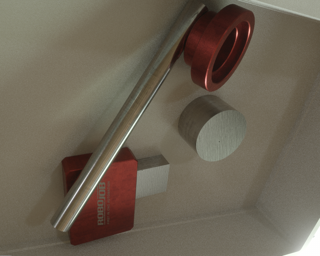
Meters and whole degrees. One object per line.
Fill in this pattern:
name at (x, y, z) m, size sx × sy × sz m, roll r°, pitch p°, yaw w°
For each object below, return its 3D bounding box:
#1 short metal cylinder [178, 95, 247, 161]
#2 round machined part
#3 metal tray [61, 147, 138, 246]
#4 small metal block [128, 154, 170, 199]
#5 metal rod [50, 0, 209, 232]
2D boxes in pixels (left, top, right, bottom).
short metal cylinder at (0.073, 0.000, 0.434) m, size 0.081 × 0.050 × 0.079 m, roll -14°, pitch 125°, yaw -21°
round machined part at (0.064, -0.095, 0.358) m, size 0.098 × 0.042 × 0.097 m, roll -44°, pitch 154°, yaw -27°
metal tray at (-0.081, 0.094, 0.420) m, size 0.091 × 0.030 × 0.129 m, roll -8°, pitch 122°, yaw -24°
small metal block at (-0.017, 0.070, 0.444) m, size 0.050 × 0.025 × 0.050 m, roll -9°, pitch 123°, yaw -25°
metal rod at (-0.036, -0.012, 0.356) m, size 0.025 × 0.025 × 0.299 m, roll 31°, pitch 93°, yaw -38°
